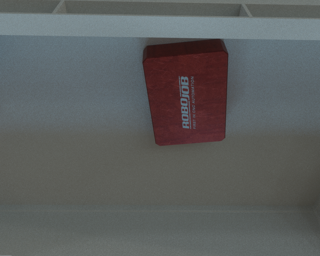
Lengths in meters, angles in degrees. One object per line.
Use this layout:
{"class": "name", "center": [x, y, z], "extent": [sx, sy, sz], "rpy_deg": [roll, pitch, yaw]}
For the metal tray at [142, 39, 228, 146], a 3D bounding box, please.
{"class": "metal tray", "center": [0.033, -0.037, 0.375], "extent": [0.091, 0.030, 0.129], "rpy_deg": [-5, 130, 3]}
